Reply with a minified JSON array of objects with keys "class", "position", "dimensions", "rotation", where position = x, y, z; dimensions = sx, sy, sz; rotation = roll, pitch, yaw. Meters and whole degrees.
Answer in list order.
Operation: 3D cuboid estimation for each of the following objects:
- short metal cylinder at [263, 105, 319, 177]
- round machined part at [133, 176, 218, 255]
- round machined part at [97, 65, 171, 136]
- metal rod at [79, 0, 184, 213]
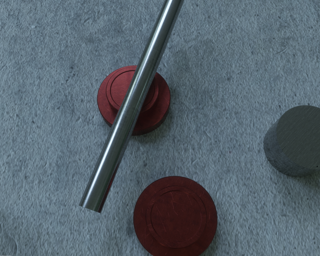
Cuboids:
[{"class":"short metal cylinder","position":[0.178,0.018,0.390],"dimensions":[0.081,0.050,0.080],"rotation":[0,70,0]},{"class":"round machined part","position":[0.018,0.104,0.361],"dimensions":[0.099,0.042,0.098],"rotation":[0,70,0]},{"class":"round machined part","position":[-0.035,-0.042,0.414],"dimensions":[0.099,0.042,0.098],"rotation":[0,70,0]},{"class":"metal rod","position":[-0.027,-0.046,0.380],"dimensions":[0.025,0.025,0.299],"rotation":[18,71,6]}]
